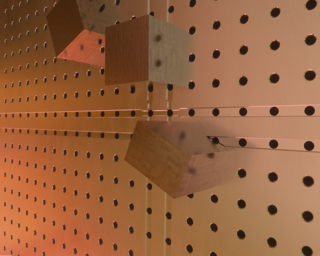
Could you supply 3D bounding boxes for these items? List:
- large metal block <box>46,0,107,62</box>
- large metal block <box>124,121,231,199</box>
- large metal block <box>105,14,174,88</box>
[{"bbox_3d":[-0.135,-0.166,0.506,0.080,0.050,0.080,-29,72,36],"label":"large metal block"},{"bbox_3d":[0.021,0.031,0.357,0.080,0.081,0.050,32,110,35],"label":"large metal block"},{"bbox_3d":[-0.028,-0.097,0.418,0.080,0.050,0.080,1,90,40],"label":"large metal block"}]
